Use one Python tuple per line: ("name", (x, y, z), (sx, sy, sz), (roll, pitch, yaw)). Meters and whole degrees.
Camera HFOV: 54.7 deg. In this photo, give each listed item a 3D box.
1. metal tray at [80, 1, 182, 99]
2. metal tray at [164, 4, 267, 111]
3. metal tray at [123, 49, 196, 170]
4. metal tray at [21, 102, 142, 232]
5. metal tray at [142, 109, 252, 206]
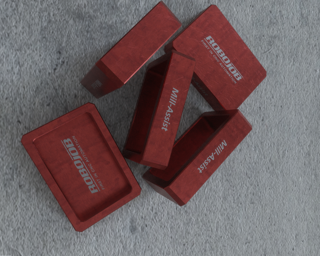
("metal tray", (-0.039, -0.079, 0.341), (0.030, 0.130, 0.090), (46, 75, -15))
("metal tray", (0.081, -0.094, 0.439), (0.090, 0.030, 0.130), (-46, 105, -14))
("metal tray", (-0.005, -0.020, 0.374), (0.030, 0.090, 0.129), (18, 84, -20))
("metal tray", (-0.092, 0.045, 0.374), (0.091, 0.030, 0.129), (-30, 100, -18))
("metal tray", (0.044, 0.032, 0.393), (0.130, 0.090, 0.030), (-45, 105, -15))
